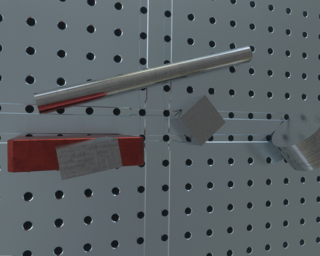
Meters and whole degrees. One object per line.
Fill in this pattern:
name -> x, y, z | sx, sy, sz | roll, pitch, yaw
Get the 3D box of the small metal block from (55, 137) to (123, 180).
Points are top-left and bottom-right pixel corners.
small metal block -> -0.066, 0.025, 0.279 | 0.050, 0.050, 0.025 | -11, 94, -20

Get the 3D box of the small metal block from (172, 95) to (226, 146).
small metal block -> 0.055, -0.011, 0.434 | 0.050, 0.025, 0.050 | -43, 104, -15

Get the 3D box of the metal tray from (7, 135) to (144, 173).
metal tray -> -0.092, 0.025, 0.344 | 0.131, 0.090, 0.030 | -1, 91, -20

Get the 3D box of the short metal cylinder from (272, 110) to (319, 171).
short metal cylinder -> 0.219, 0.018, 0.466 | 0.080, 0.080, 0.050 | -45, 105, -15

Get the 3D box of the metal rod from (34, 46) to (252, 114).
metal rod -> -0.007, -0.069, 0.410 | 0.302, 0.025, 0.025 | -17, 96, -20
